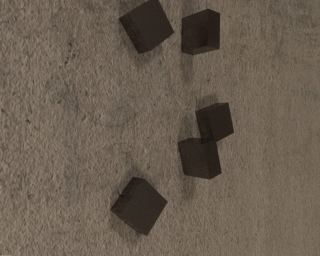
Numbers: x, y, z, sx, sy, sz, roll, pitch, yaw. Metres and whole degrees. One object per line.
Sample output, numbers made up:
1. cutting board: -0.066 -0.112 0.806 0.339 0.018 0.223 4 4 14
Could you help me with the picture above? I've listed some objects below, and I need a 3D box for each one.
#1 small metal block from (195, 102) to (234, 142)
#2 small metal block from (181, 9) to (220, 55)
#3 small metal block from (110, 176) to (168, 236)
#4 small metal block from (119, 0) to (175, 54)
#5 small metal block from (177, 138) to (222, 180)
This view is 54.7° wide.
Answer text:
1. small metal block: 0.085 -0.009 0.479 0.050 0.025 0.050 -22 104 -38
2. small metal block: 0.057 -0.134 0.438 0.025 0.050 0.050 2 89 -40
3. small metal block: -0.025 0.097 0.386 0.050 0.025 0.050 50 60 -29
4. small metal block: -0.016 -0.130 0.393 0.050 0.025 0.050 -45 118 -31
5. small metal block: 0.056 0.042 0.438 0.025 0.050 0.050 -20 103 -39
